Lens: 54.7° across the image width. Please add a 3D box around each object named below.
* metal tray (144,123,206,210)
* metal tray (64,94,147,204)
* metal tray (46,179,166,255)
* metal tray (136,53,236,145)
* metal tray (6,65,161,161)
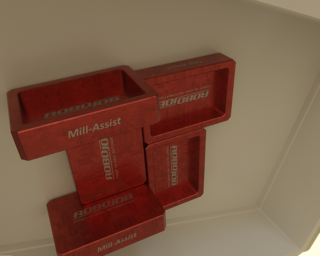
[{"bbox_3d":[0.019,0.058,0.451,0.091,0.030,0.129,-16,125,-20],"label":"metal tray"},{"bbox_3d":[-0.068,0.026,0.382,0.091,0.030,0.129,-16,125,-20],"label":"metal tray"},{"bbox_3d":[-0.069,0.112,0.396,0.131,0.090,0.030,-16,125,-20],"label":"metal tray"},{"bbox_3d":[0.032,-0.039,0.398,0.131,0.030,0.089,-16,125,-20],"label":"metal tray"},{"bbox_3d":[-0.076,-0.022,0.307,0.131,0.090,0.030,-17,125,-19],"label":"metal tray"}]
